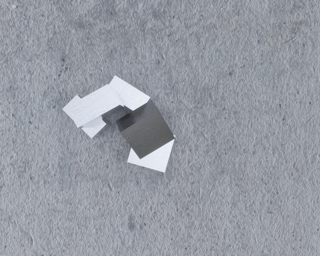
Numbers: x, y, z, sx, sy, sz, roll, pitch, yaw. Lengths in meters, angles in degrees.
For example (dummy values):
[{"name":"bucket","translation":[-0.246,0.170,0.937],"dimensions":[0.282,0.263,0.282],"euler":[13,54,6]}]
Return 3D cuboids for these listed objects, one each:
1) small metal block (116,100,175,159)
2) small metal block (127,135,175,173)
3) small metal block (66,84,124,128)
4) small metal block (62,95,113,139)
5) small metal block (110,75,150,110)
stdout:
[{"name":"small metal block","translation":[-0.017,0.002,0.374],"dimensions":[0.050,0.025,0.050],"euler":[-31,128,0]},{"name":"small metal block","translation":[-0.011,0.027,0.411],"dimensions":[0.050,0.025,0.050],"euler":[16,90,-1]},{"name":"small metal block","translation":[-0.070,-0.023,0.348],"dimensions":[0.050,0.050,0.025],"euler":[-29,90,0]},{"name":"small metal block","translation":[-0.091,-0.014,0.398],"dimensions":[0.025,0.050,0.050],"euler":[-45,91,0]},{"name":"small metal block","translation":[-0.040,-0.040,0.398],"dimensions":[0.050,0.050,0.025],"euler":[32,90,-1]}]
